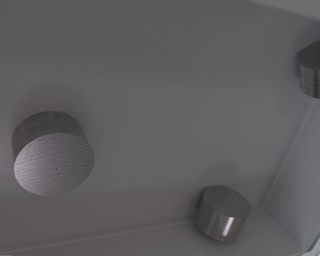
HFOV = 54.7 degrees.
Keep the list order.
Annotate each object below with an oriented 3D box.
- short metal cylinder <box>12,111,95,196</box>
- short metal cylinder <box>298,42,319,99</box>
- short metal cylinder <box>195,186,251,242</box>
[{"bbox_3d":[-0.119,0.028,0.344,0.081,0.050,0.079,-14,124,-21],"label":"short metal cylinder"},{"bbox_3d":[0.248,-0.087,0.454,0.080,0.080,0.050,-30,129,-9],"label":"short metal cylinder"},{"bbox_3d":[0.105,0.141,0.517,0.081,0.080,0.050,1,118,-29],"label":"short metal cylinder"}]
